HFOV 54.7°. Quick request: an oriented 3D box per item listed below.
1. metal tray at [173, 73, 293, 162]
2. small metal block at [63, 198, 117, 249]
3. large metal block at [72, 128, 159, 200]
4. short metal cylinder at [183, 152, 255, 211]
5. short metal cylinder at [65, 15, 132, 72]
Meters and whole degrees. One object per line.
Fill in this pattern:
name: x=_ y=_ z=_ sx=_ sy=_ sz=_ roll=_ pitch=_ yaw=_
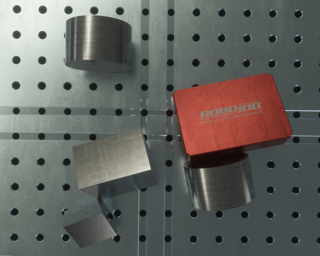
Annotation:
metal tray: x=0.089 y=-0.014 z=0.396 sx=0.131 sy=0.030 sz=0.090 roll=-11 pitch=69 yaw=0
small metal block: x=-0.089 y=0.124 z=0.400 sx=0.050 sy=0.025 sz=0.050 roll=-20 pitch=126 yaw=0
large metal block: x=-0.051 y=0.048 z=0.379 sx=0.080 sy=0.080 sz=0.050 roll=-15 pitch=68 yaw=0
short metal cylinder: x=0.073 y=0.063 z=0.385 sx=0.080 sy=0.080 sz=0.050 roll=-11 pitch=95 yaw=0
short metal cylinder: x=-0.076 y=-0.101 z=0.385 sx=0.081 sy=0.080 sz=0.050 roll=1 pitch=90 yaw=0
